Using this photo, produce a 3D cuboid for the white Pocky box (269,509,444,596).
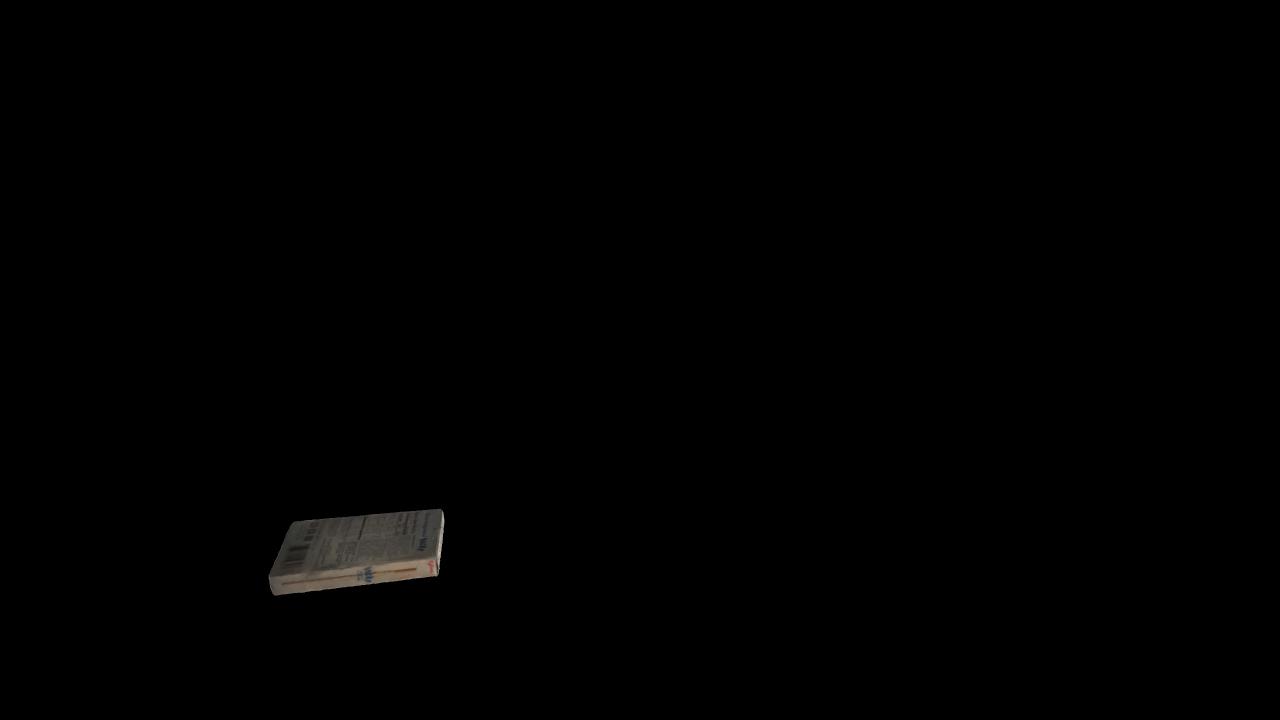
[{"bbox_3d":[-0.285,0.194,0.633,0.154,0.028,0.084,-3,24,-13],"label":"white Pocky box"}]
